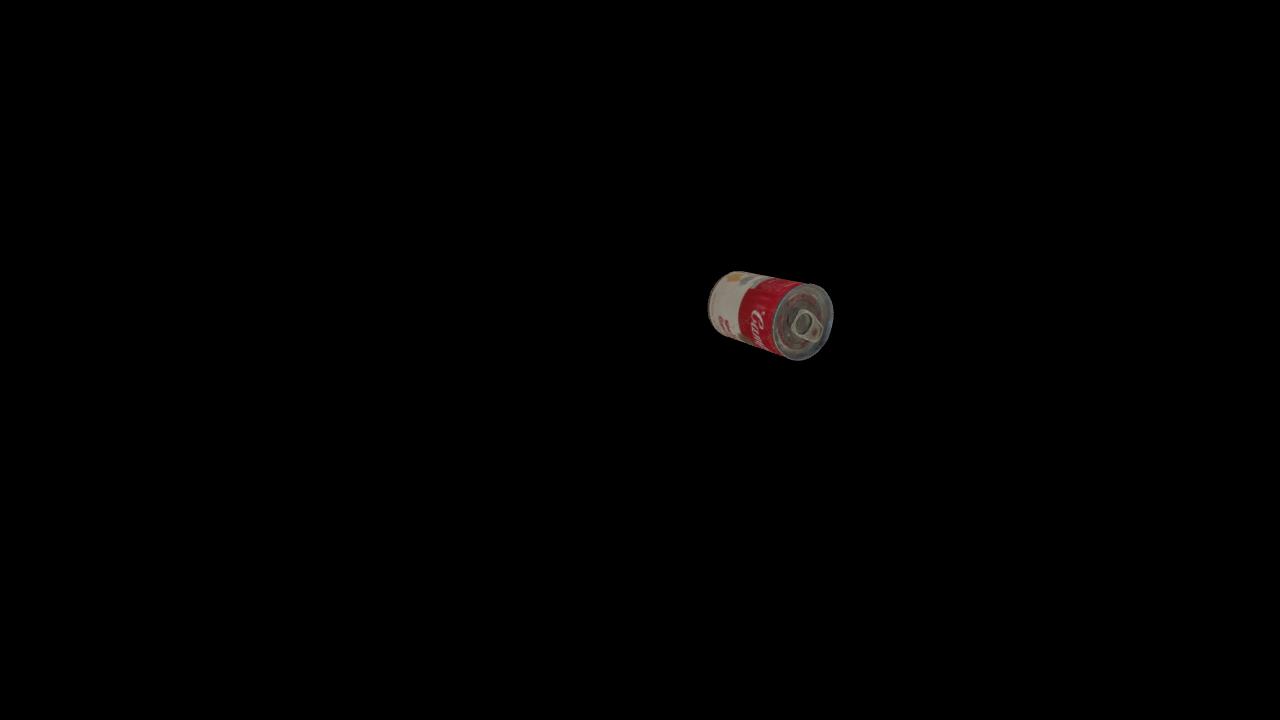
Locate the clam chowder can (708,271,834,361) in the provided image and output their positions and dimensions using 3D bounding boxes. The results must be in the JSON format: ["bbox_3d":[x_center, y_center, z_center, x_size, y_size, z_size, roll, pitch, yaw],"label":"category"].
[{"bbox_3d":[0.117,-0.044,0.568,0.068,0.068,0.102,0,14,-29],"label":"clam chowder can"}]
